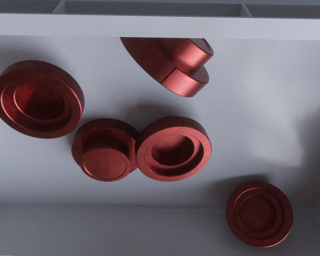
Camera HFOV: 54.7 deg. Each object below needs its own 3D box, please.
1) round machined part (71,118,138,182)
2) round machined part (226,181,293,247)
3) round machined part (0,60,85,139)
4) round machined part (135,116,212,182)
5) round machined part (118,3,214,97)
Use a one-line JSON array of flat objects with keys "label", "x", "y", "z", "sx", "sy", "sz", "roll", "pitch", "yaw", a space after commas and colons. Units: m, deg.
[{"label": "round machined part", "x": -0.073, "y": 0.037, "z": 0.429, "sx": 0.099, "sy": 0.042, "sz": 0.097, "roll": 0, "pitch": 130, "yaw": 0}, {"label": "round machined part", "x": 0.154, "y": 0.135, "z": 0.491, "sx": 0.099, "sy": 0.098, "sz": 0.042, "roll": -8, "pitch": 163, "yaw": 6}, {"label": "round machined part", "x": -0.138, "y": -0.037, "z": 0.365, "sx": 0.099, "sy": 0.042, "sz": 0.097, "roll": -1, "pitch": 130, "yaw": 0}, {"label": "round machined part", "x": 0.015, "y": 0.023, "z": 0.412, "sx": 0.099, "sy": 0.042, "sz": 0.097, "roll": -5, "pitch": 129, "yaw": -6}, {"label": "round machined part", "x": 0.013, "y": -0.079, "z": 0.294, "sx": 0.098, "sy": 0.098, "sz": 0.042, "roll": 33, "pitch": 118, "yaw": -25}]
